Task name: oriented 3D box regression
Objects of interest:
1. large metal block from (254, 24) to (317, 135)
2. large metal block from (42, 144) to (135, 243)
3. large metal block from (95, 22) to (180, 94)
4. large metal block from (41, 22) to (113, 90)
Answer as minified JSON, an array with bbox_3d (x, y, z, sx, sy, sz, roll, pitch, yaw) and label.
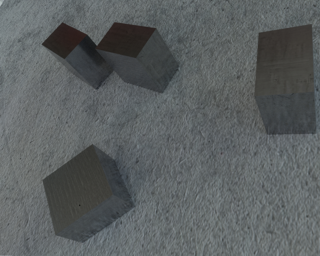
[{"bbox_3d":[0.135,-0.047,0.326,0.050,0.080,0.080,-2,61,27],"label":"large metal block"},{"bbox_3d":[-0.090,0.081,0.385,0.080,0.050,0.080,-36,51,4],"label":"large metal block"},{"bbox_3d":[-0.031,-0.101,0.447,0.080,0.080,0.050,21,73,36],"label":"large metal block"},{"bbox_3d":[-0.133,-0.118,0.511,0.080,0.080,0.050,34,81,38],"label":"large metal block"}]
